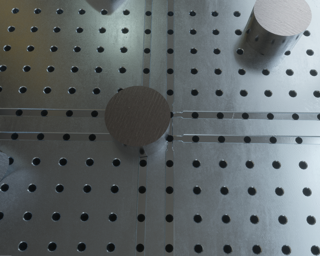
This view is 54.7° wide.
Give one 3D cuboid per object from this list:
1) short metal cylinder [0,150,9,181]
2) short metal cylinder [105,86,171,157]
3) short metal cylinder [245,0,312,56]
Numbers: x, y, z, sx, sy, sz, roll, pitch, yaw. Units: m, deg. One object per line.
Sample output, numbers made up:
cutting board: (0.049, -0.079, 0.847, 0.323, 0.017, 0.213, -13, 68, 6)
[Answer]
short metal cylinder: (-0.230, 0.047, 0.364, 0.050, 0.080, 0.080, 35, 74, 12)
short metal cylinder: (-0.027, -0.007, 0.401, 0.081, 0.050, 0.080, 0, 70, 0)
short metal cylinder: (0.171, -0.154, 0.456, 0.081, 0.050, 0.080, 0, 70, 0)
